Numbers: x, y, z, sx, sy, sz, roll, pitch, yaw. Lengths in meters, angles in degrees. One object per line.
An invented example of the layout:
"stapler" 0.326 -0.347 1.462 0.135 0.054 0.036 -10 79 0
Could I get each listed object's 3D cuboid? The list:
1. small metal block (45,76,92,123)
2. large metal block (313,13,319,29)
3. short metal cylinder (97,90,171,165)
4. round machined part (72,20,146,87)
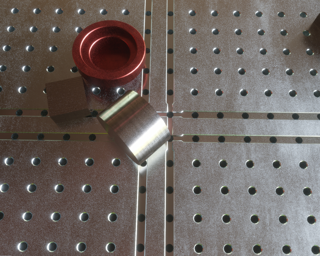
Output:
"small metal block" -0.125 -0.039 0.425 0.050 0.025 0.050 -13 71 -5
"large metal block" 0.297 -0.164 0.460 0.080 0.050 0.080 -31 73 -11
"short metal cylinder" -0.033 0.000 0.382 0.050 0.080 0.080 -41 75 -13
"round machined part" -0.069 -0.100 0.437 0.099 0.042 0.098 1 68 -1
